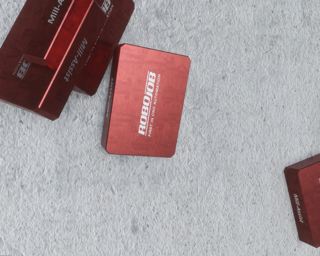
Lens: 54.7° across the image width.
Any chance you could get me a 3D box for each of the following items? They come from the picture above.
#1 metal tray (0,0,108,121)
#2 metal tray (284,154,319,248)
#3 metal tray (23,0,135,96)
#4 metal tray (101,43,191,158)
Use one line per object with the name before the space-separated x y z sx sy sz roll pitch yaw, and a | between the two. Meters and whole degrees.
metal tray | -0.123 -0.081 0.330 0.090 0.030 0.130 18 79 25
metal tray | 0.259 0.114 0.502 0.091 0.030 0.129 -17 96 -19
metal tray | -0.083 -0.111 0.345 0.030 0.090 0.130 19 81 25
metal tray | -0.018 -0.031 0.385 0.091 0.030 0.129 6 99 -23
